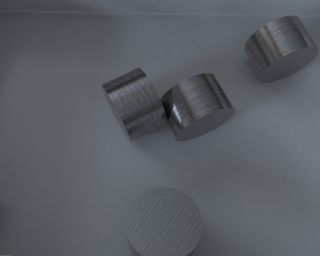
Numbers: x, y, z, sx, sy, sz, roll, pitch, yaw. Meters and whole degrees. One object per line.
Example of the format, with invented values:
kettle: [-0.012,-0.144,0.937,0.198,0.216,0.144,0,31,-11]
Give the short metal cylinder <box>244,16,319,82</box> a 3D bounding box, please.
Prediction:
short metal cylinder: [0.163,-0.105,0.421,0.081,0.080,0.050,-18,71,-7]

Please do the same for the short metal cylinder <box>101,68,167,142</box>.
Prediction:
short metal cylinder: [-0.033,-0.029,0.391,0.050,0.080,0.080,-28,73,-10]

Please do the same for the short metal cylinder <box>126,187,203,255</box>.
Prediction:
short metal cylinder: [0.004,0.113,0.344,0.081,0.050,0.080,1,54,-2]

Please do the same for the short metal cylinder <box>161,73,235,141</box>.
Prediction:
short metal cylinder: [0.046,-0.025,0.390,0.080,0.080,0.050,-23,72,-8]
